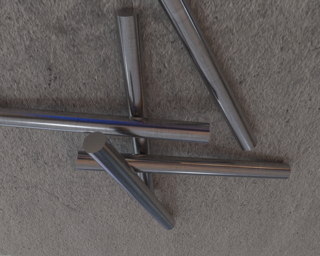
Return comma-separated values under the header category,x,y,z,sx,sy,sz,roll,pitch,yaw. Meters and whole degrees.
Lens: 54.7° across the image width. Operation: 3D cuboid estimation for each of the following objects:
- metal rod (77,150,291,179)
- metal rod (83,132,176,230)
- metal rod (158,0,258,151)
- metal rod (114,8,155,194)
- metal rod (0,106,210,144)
category,x,y,z,sx,sy,sz,roll,pitch,yaw
metal rod,0.042,0.053,0.428,0.302,0.025,0.025,5,130,-14
metal rod,-0.025,0.092,0.432,0.025,0.025,0.299,-13,145,11
metal rod,0.048,-0.077,0.341,0.025,0.025,0.300,-24,127,18
metal rod,-0.027,-0.002,0.404,0.025,0.025,0.298,-2,130,1
metal rod,-0.093,-0.006,0.376,0.302,0.025,0.025,5,130,5
